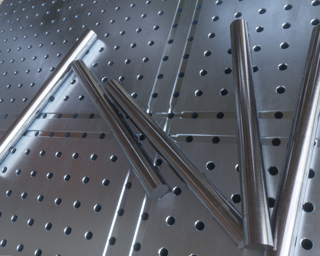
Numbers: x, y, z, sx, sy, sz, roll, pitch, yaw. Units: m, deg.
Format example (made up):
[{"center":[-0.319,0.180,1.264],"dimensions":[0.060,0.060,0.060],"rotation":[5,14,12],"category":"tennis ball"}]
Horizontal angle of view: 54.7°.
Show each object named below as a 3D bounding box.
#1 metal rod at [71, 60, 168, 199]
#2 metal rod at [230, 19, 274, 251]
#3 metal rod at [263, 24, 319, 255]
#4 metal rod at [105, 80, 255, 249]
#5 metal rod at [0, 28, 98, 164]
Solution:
[{"center":[-0.073,-0.018,0.455],"dimensions":[0.025,0.025,0.300],"rotation":[-39,51,2],"category":"metal rod"},{"center":[0.099,-0.020,0.354],"dimensions":[0.025,0.025,0.300],"rotation":[-10,53,22],"category":"metal rod"},{"center":[0.147,0.013,0.322],"dimensions":[0.025,0.025,0.300],"rotation":[8,65,31],"category":"metal rod"},{"center":[0.005,0.021,0.391],"dimensions":[0.025,0.025,0.300],"rotation":[-42,51,-1],"category":"metal rod"},{"center":[-0.208,-0.056,0.548],"dimensions":[0.025,0.025,0.300],"rotation":[24,74,36],"category":"metal rod"}]
